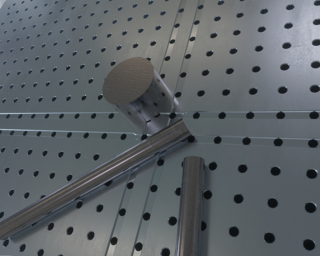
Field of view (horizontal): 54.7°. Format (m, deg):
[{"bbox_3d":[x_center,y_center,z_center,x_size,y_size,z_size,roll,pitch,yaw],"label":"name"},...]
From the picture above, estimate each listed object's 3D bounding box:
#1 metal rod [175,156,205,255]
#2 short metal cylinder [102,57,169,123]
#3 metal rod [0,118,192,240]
[{"bbox_3d":[0.022,0.169,0.293,0.025,0.025,0.299,-6,59,25],"label":"metal rod"},{"bbox_3d":[-0.034,-0.054,0.443,0.080,0.050,0.080,-13,56,21],"label":"short metal cylinder"},{"bbox_3d":[-0.094,0.072,0.413,0.300,0.025,0.025,-30,52,9],"label":"metal rod"}]
